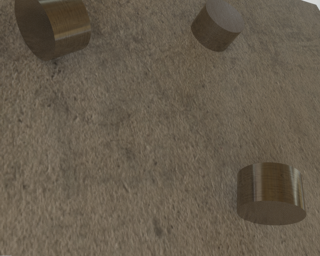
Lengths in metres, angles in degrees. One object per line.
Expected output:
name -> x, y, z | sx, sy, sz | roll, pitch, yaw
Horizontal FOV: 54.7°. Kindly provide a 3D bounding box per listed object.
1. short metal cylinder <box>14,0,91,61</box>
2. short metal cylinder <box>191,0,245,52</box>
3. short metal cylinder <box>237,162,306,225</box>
short metal cylinder -> -0.130, -0.128, 0.377 | 0.050, 0.080, 0.080 | -34, 81, -38
short metal cylinder -> 0.104, -0.185, 0.559 | 0.081, 0.050, 0.080 | 14, 56, -21
short metal cylinder -> 0.139, 0.085, 0.394 | 0.080, 0.080, 0.050 | 22, 54, -16
